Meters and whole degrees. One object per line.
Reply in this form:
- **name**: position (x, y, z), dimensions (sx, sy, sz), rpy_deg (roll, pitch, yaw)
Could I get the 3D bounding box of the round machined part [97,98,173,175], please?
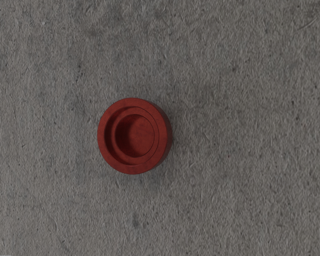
- **round machined part**: position (-0.030, 0.010, 0.411), dimensions (0.098, 0.042, 0.097), rpy_deg (0, 90, 20)
